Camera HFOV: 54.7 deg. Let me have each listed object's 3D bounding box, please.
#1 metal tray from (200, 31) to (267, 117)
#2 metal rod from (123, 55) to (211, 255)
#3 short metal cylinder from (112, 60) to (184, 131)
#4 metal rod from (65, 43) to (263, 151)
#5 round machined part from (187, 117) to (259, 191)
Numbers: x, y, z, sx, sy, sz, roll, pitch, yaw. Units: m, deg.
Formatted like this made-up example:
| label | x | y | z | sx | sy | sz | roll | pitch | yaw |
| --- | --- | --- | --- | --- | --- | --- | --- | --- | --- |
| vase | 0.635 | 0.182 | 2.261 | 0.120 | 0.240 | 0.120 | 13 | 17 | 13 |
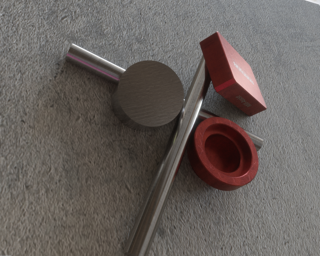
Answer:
| label | x | y | z | sx | sy | sz | roll | pitch | yaw |
| --- | --- | --- | --- | --- | --- | --- | --- | --- | --- |
| metal tray | 0.115 | -0.078 | 0.475 | 0.131 | 0.030 | 0.090 | 22 | 48 | -50 |
| metal rod | 0.025 | 0.012 | 0.389 | 0.025 | 0.025 | 0.300 | 29 | 58 | -10 |
| short metal cylinder | -0.016 | -0.038 | 0.386 | 0.081 | 0.050 | 0.080 | 2 | 82 | -16 |
| metal rod | 0.015 | -0.037 | 0.437 | 0.301 | 0.025 | 0.025 | 25 | 53 | -13 |
| round machined part | 0.078 | 0.037 | 0.413 | 0.099 | 0.042 | 0.098 | 14 | 56 | -21 |
